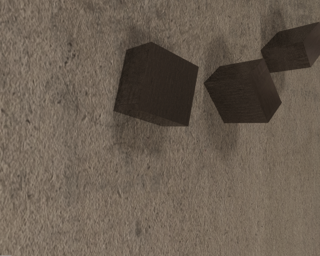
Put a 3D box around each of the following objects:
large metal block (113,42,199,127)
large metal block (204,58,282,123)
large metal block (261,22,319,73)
[{"bbox_3d":[-0.003,-0.050,0.388,0.081,0.050,0.080,18,79,-39],"label":"large metal block"},{"bbox_3d":[0.128,-0.054,0.479,0.050,0.080,0.080,-47,118,-30],"label":"large metal block"},{"bbox_3d":[0.252,-0.150,0.583,0.080,0.080,0.050,-44,117,-31],"label":"large metal block"}]
